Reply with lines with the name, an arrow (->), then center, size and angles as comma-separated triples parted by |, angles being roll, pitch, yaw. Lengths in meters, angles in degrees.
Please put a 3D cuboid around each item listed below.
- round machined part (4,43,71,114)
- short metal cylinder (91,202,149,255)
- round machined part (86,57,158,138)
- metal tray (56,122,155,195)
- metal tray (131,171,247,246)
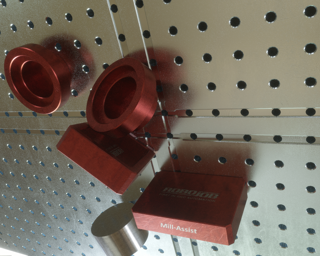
round machined part -> -0.167, -0.072, 0.441 | 0.098, 0.042, 0.097 | 13, 124, 20
short metal cylinder -> -0.066, 0.169, 0.513 | 0.080, 0.080, 0.050 | -12, 112, 33
round machined part -> -0.042, -0.033, 0.377 | 0.098, 0.098, 0.042 | -19, 148, 35
metal tray -> -0.060, 0.029, 0.393 | 0.090, 0.130, 0.030 | 36, 99, 4
metal tray -> 0.040, 0.099, 0.408 | 0.130, 0.090, 0.030 | 1, 119, 27
